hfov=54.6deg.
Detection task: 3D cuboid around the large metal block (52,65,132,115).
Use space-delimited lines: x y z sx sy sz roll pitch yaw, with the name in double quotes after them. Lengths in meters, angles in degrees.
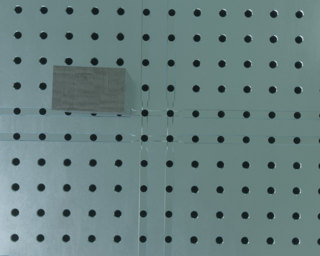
-0.079 -0.044 0.385 0.080 0.080 0.050 2 90 0 "large metal block"
